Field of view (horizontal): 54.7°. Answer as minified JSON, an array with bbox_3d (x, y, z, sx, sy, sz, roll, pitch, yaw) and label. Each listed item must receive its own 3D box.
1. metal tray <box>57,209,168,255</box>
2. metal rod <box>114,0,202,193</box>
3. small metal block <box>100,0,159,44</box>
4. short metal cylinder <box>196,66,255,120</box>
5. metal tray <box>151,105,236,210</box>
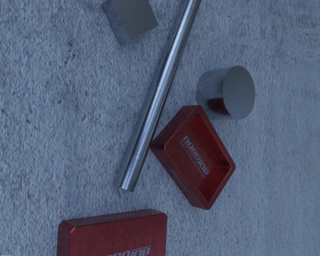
[{"bbox_3d":[-0.051,0.148,0.360,0.131,0.030,0.089,5,87,-40],"label":"metal tray"},{"bbox_3d":[0.005,-0.063,0.410,0.025,0.025,0.299,31,71,-36],"label":"metal rod"},{"bbox_3d":[-0.036,-0.137,0.376,0.050,0.025,0.050,-39,114,-33],"label":"small metal block"},{"bbox_3d":[0.102,-0.052,0.476,0.081,0.050,0.079,0,90,-40],"label":"short metal cylinder"},{"bbox_3d":[0.053,0.043,0.448,0.090,0.030,0.130,-49,120,-29],"label":"metal tray"}]
